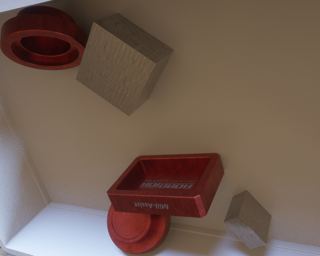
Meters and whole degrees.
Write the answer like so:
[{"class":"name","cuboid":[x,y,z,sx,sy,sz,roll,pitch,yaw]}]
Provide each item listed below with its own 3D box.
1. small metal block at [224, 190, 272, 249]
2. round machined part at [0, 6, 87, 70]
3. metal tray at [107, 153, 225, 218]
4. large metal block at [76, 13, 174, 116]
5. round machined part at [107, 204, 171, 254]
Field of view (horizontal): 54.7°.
[{"class":"small metal block","cuboid":[0.116,0.119,0.405,0.050,0.050,0.025,46,129,-5]},{"class":"round machined part","cuboid":[-0.138,-0.110,0.377,0.098,0.099,0.042,-14,73,33]},{"class":"metal tray","cuboid":[0.008,0.071,0.405,0.130,0.090,0.030,-5,116,30]},{"class":"large metal block","cuboid":[-0.043,-0.075,0.367,0.080,0.050,0.079,35,129,4]},{"class":"round machined part","cuboid":[-0.037,0.137,0.464,0.098,0.098,0.042,7,165,24]}]
